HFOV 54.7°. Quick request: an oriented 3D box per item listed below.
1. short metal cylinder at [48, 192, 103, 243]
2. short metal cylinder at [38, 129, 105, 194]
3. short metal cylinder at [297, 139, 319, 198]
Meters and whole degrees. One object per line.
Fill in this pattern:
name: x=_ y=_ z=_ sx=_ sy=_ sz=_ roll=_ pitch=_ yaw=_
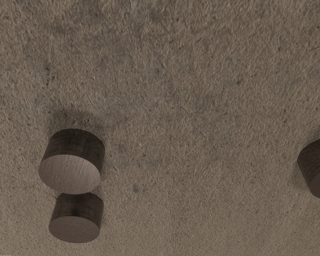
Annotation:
short metal cylinder: x=-0.137 y=0.148 z=0.515 sx=0.081 sy=0.050 sz=0.079 roll=0 pitch=130 yaw=0
short metal cylinder: x=-0.120 y=0.047 z=0.429 sx=0.081 sy=0.050 sz=0.079 roll=0 pitch=130 yaw=0
short metal cylinder: x=0.247 y=0.058 z=0.444 sx=0.081 sy=0.050 sz=0.079 roll=0 pitch=130 yaw=0
